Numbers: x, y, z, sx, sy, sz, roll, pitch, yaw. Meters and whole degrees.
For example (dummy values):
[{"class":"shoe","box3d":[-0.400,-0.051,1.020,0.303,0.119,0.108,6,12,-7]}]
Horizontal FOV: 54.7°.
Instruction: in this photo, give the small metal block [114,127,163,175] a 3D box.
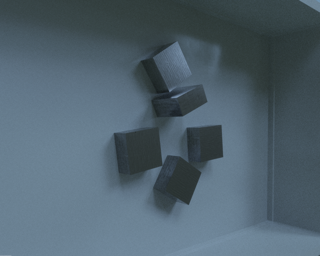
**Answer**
[{"class":"small metal block","box3d":[-0.026,0.027,0.386,0.050,0.025,0.050,-11,97,-40]}]

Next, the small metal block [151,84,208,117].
[{"class":"small metal block","box3d":[0.026,-0.036,0.414,0.050,0.050,0.025,-30,110,-36]}]

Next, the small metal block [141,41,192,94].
[{"class":"small metal block","box3d":[0.010,-0.081,0.417,0.050,0.025,0.050,-42,116,-32]}]

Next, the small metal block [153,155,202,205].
[{"class":"small metal block","box3d":[0.025,0.072,0.430,0.050,0.025,0.050,38,67,-34]}]

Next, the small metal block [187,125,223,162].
[{"class":"small metal block","box3d":[0.068,0.022,0.466,0.050,0.025,0.050,-6,94,-40]}]
